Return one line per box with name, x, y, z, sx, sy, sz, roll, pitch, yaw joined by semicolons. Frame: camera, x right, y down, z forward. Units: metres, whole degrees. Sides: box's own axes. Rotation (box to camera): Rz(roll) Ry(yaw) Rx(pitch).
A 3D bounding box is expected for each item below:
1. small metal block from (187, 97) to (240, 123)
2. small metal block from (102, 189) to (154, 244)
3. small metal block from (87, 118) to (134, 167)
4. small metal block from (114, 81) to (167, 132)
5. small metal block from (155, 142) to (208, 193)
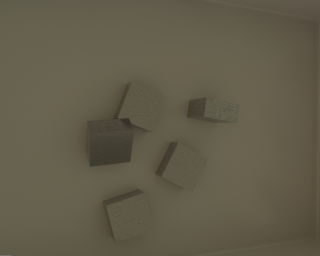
small metal block;0.072;-0.023;0.425;0.050;0.050;0.025;9;87;-20
small metal block;-0.041;0.112;0.397;0.050;0.025;0.050;-15;95;-20
small metal block;-0.061;0.017;0.376;0.050;0.025;0.050;-5;127;-20
small metal block;-0.026;-0.026;0.402;0.050;0.025;0.050;23;82;-19
small metal block;0.030;0.053;0.423;0.050;0.025;0.050;30;80;-18
